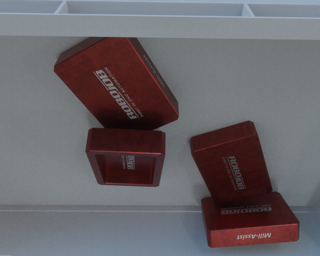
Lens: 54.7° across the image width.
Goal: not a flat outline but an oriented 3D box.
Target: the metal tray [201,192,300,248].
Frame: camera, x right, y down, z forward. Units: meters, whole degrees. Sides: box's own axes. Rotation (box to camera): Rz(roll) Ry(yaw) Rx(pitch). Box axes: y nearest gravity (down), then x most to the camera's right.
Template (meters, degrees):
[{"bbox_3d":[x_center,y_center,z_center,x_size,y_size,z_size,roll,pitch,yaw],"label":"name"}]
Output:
[{"bbox_3d":[0.134,0.139,0.481,0.131,0.090,0.030,-5,108,3],"label":"metal tray"}]

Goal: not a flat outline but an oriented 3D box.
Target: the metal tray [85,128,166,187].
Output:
[{"bbox_3d":[-0.042,0.044,0.411,0.091,0.030,0.129,3,152,-3],"label":"metal tray"}]

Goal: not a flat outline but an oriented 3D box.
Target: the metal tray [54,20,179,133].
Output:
[{"bbox_3d":[-0.046,-0.047,0.365,0.090,0.030,0.130,-23,127,18],"label":"metal tray"}]

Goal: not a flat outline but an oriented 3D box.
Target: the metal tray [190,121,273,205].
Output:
[{"bbox_3d":[0.107,0.056,0.454,0.090,0.030,0.130,-17,128,14],"label":"metal tray"}]
